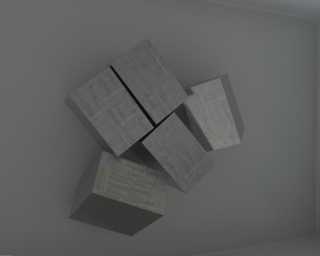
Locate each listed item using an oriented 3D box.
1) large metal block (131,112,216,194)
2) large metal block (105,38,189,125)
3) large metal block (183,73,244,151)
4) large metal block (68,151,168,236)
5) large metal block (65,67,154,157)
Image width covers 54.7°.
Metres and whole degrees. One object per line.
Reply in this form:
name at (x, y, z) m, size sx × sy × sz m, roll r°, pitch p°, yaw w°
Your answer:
large metal block at (0.009, 0.028, 0.384) m, size 0.050 × 0.080 × 0.080 m, roll -44°, pitch 104°, yaw -15°
large metal block at (-0.023, -0.051, 0.372) m, size 0.050 × 0.080 × 0.080 m, roll -41°, pitch 103°, yaw -16°
large metal block at (0.071, -0.022, 0.400) m, size 0.050 × 0.080 × 0.080 m, roll -17°, pitch 98°, yaw 21°
large metal block at (-0.048, 0.079, 0.356) m, size 0.080 × 0.080 × 0.050 m, roll 23°, pitch 48°, yaw -19°
large metal block at (-0.062, -0.017, 0.358) m, size 0.050 × 0.080 × 0.080 m, roll -39°, pitch 103°, yaw -16°
